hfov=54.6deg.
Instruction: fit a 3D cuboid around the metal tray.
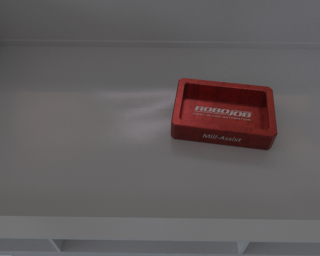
[{"bbox_3d":[0.085,-0.022,0.420,0.131,0.030,0.090,7,50,5],"label":"metal tray"}]
